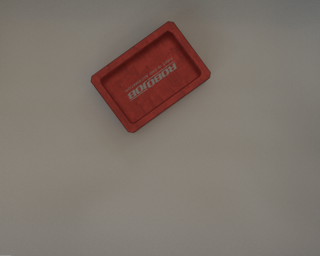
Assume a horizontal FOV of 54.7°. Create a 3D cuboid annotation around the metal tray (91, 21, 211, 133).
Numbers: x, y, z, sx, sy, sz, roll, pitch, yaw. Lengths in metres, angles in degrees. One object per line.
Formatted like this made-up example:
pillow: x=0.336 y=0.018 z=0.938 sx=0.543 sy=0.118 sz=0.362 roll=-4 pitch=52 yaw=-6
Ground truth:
metal tray: x=-0.012 y=-0.065 z=0.408 sx=0.130 sy=0.030 sz=0.090 roll=-36 pitch=90 yaw=-1
